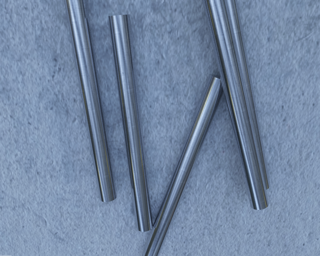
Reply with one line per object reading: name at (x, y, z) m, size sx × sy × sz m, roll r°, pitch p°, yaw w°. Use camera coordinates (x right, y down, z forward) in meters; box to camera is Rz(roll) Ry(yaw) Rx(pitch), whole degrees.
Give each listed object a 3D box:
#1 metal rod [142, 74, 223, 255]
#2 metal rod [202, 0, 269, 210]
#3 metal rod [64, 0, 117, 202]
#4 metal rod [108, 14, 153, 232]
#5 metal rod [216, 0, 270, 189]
metal rod at (0.029, 0.070, 0.436) m, size 0.025 × 0.025 × 0.298 m, roll 16°, pitch 109°, yaw -7°
metal rod at (0.094, -0.030, 0.376) m, size 0.025 × 0.025 × 0.298 m, roll -16°, pitch 109°, yaw 5°
metal rod at (-0.087, -0.040, 0.393) m, size 0.025 × 0.025 × 0.298 m, roll -5°, pitch 110°, yaw 1°
metal rod at (-0.035, 0.008, 0.412) m, size 0.025 × 0.025 × 0.298 m, roll -5°, pitch 110°, yaw 1°
metal rod at (0.104, -0.052, 0.392) m, size 0.025 × 0.025 × 0.298 m, roll -15°, pitch 110°, yaw 5°
